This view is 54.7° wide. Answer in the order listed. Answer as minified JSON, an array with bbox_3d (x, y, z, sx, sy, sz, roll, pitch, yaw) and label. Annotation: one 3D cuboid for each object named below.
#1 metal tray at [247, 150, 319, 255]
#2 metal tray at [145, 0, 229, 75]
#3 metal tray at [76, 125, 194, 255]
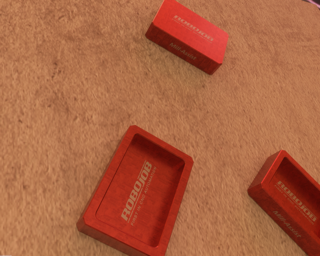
[{"bbox_3d":[0.197,0.106,0.444,0.130,0.030,0.091,46,51,3],"label":"metal tray"},{"bbox_3d":[0.049,-0.157,0.525,0.131,0.030,0.090,28,52,-11],"label":"metal tray"},{"bbox_3d":[-0.022,0.070,0.347,0.090,0.030,0.130,30,52,-9],"label":"metal tray"}]
